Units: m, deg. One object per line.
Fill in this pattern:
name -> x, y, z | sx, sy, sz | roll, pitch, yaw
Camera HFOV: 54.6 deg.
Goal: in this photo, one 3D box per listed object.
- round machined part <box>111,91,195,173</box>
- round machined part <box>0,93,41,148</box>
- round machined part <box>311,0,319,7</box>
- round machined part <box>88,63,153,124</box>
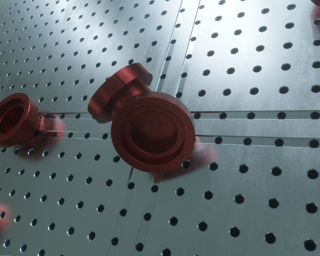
round machined part -> -0.006, 0.002, 0.377 | 0.098, 0.098, 0.042 | -21, 18, 16
round machined part -> -0.248, -0.009, 0.535 | 0.098, 0.042, 0.098 | -13, 56, 21
round machined part -> 0.237, -0.180, 0.384 | 0.098, 0.042, 0.098 | -13, 56, 21
round machined part -> -0.045, -0.038, 0.420 | 0.098, 0.098, 0.042 | -42, 82, -1
